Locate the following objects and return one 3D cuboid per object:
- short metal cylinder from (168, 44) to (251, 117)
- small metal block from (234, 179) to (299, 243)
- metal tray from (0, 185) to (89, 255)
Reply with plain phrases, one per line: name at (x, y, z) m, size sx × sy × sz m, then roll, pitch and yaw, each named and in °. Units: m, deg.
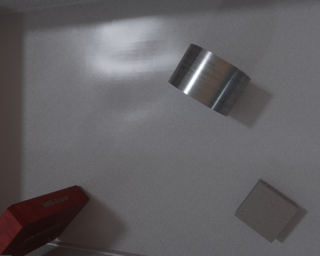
short metal cylinder at (0.057, -0.055, 0.361) m, size 0.080 × 0.080 × 0.050 m, roll 34°, pitch 101°, yaw 16°
small metal block at (0.125, 0.097, 0.366) m, size 0.050 × 0.025 × 0.050 m, roll 36°, pitch 101°, yaw 16°
metal tray at (-0.163, 0.128, 0.410) m, size 0.030 × 0.130 × 0.090 m, roll 44°, pitch 104°, yaw 14°
